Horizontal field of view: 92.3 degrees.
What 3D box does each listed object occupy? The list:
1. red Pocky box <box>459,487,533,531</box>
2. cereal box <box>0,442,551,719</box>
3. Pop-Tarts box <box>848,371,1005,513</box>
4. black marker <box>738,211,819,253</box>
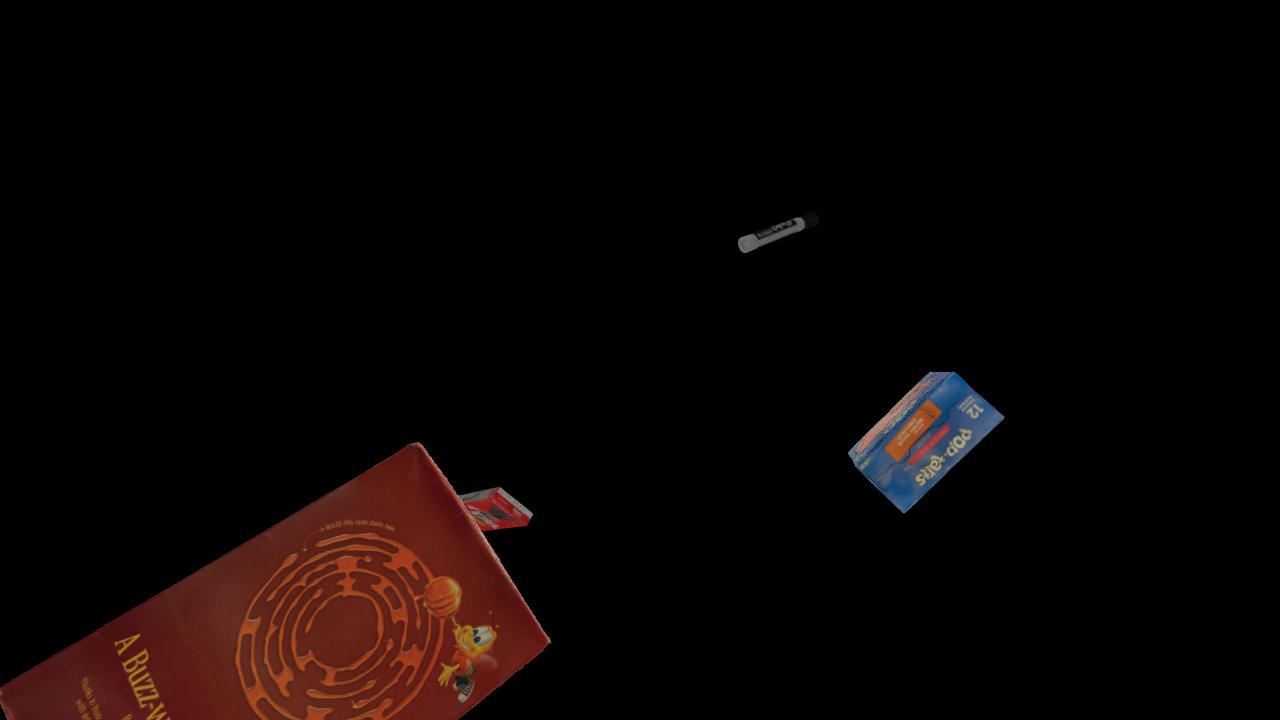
[{"bbox_3d":[-0.260,0.263,1.076,0.155,0.028,0.083,-21,-58,45],"label":"red Pocky box"},{"bbox_3d":[-0.248,0.229,0.465,0.306,0.203,0.081,-33,-15,-26],"label":"cereal box"},{"bbox_3d":[0.366,0.101,0.811,0.083,0.167,0.141,43,9,11],"label":"Pop-Tarts box"},{"bbox_3d":[0.166,-0.151,0.720,0.121,0.020,0.020,-24,11,-27],"label":"black marker"}]
